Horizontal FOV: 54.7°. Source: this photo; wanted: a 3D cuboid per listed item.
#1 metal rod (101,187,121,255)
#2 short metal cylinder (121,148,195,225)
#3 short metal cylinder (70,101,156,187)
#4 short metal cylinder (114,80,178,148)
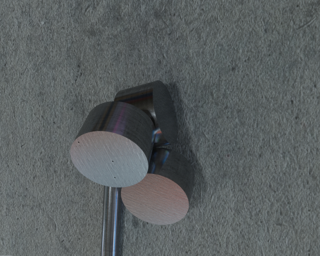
[{"bbox_3d":[-0.067,0.116,0.432,0.025,0.025,0.298,3,91,20],"label":"metal rod"},{"bbox_3d":[-0.001,0.071,0.378,0.080,0.050,0.079,7,122,11],"label":"short metal cylinder"},{"bbox_3d":[-0.048,0.018,0.333,0.080,0.050,0.079,5,129,6],"label":"short metal cylinder"},{"bbox_3d":[-0.015,-0.014,0.385,0.050,0.080,0.080,-13,86,19],"label":"short metal cylinder"}]
